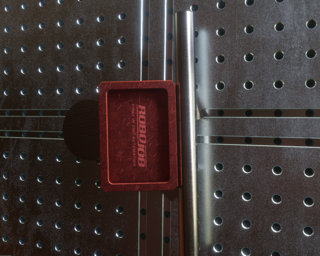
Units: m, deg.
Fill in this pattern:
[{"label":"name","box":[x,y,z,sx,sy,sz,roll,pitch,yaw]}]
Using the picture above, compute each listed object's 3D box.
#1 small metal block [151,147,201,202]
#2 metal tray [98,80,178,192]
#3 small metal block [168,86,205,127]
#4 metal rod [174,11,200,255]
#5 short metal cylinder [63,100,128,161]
[{"label":"small metal block","box":[0.016,0.059,0.405,0.050,0.025,0.050,41,102,15]},{"label":"metal tray","box":[-0.026,0.009,0.376,0.091,0.030,0.129,-1,90,0]},{"label":"small metal block","box":[0.026,-0.029,0.403,0.050,0.025,0.050,-16,85,19]},{"label":"metal rod","box":[0.033,0.012,0.373,0.025,0.025,0.298,-1,90,19]},{"label":"short metal cylinder","box":[-0.085,0.002,0.427,0.080,0.050,0.079,0,90,19]}]
